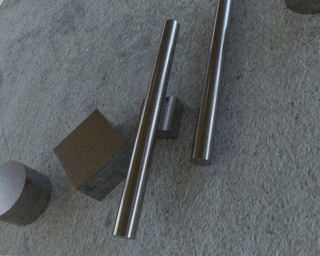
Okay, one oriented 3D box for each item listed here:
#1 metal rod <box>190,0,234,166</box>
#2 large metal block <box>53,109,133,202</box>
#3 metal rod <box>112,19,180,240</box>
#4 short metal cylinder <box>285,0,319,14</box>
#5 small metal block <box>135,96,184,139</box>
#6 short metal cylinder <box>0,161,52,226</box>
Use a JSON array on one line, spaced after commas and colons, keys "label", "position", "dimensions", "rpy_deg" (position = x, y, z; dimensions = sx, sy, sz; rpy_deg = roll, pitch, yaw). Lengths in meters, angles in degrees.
[{"label": "metal rod", "position": [0.076, -0.092, 0.420], "dimensions": [0.025, 0.025, 0.300], "rpy_deg": [-2, 61, 27]}, {"label": "large metal block", "position": [-0.081, 0.035, 0.409], "dimensions": [0.080, 0.050, 0.080], "rpy_deg": [-44, 51, -2]}, {"label": "metal rod", "position": [-0.010, -0.018, 0.388], "dimensions": [0.025, 0.025, 0.300], "rpy_deg": [-2, 61, 27]}, {"label": "short metal cylinder", "position": [0.202, -0.196, 0.402], "dimensions": [0.080, 0.050, 0.080], "rpy_deg": [-13, 56, 21]}, {"label": "small metal block", "position": [0.000, -0.013, 0.412], "dimensions": [0.050, 0.025, 0.050], "rpy_deg": [-1, 61, 27]}, {"label": "short metal cylinder", "position": [-0.203, 0.092, 0.437], "dimensions": [0.080, 0.050, 0.080], "rpy_deg": [-13, 56, 21]}]
